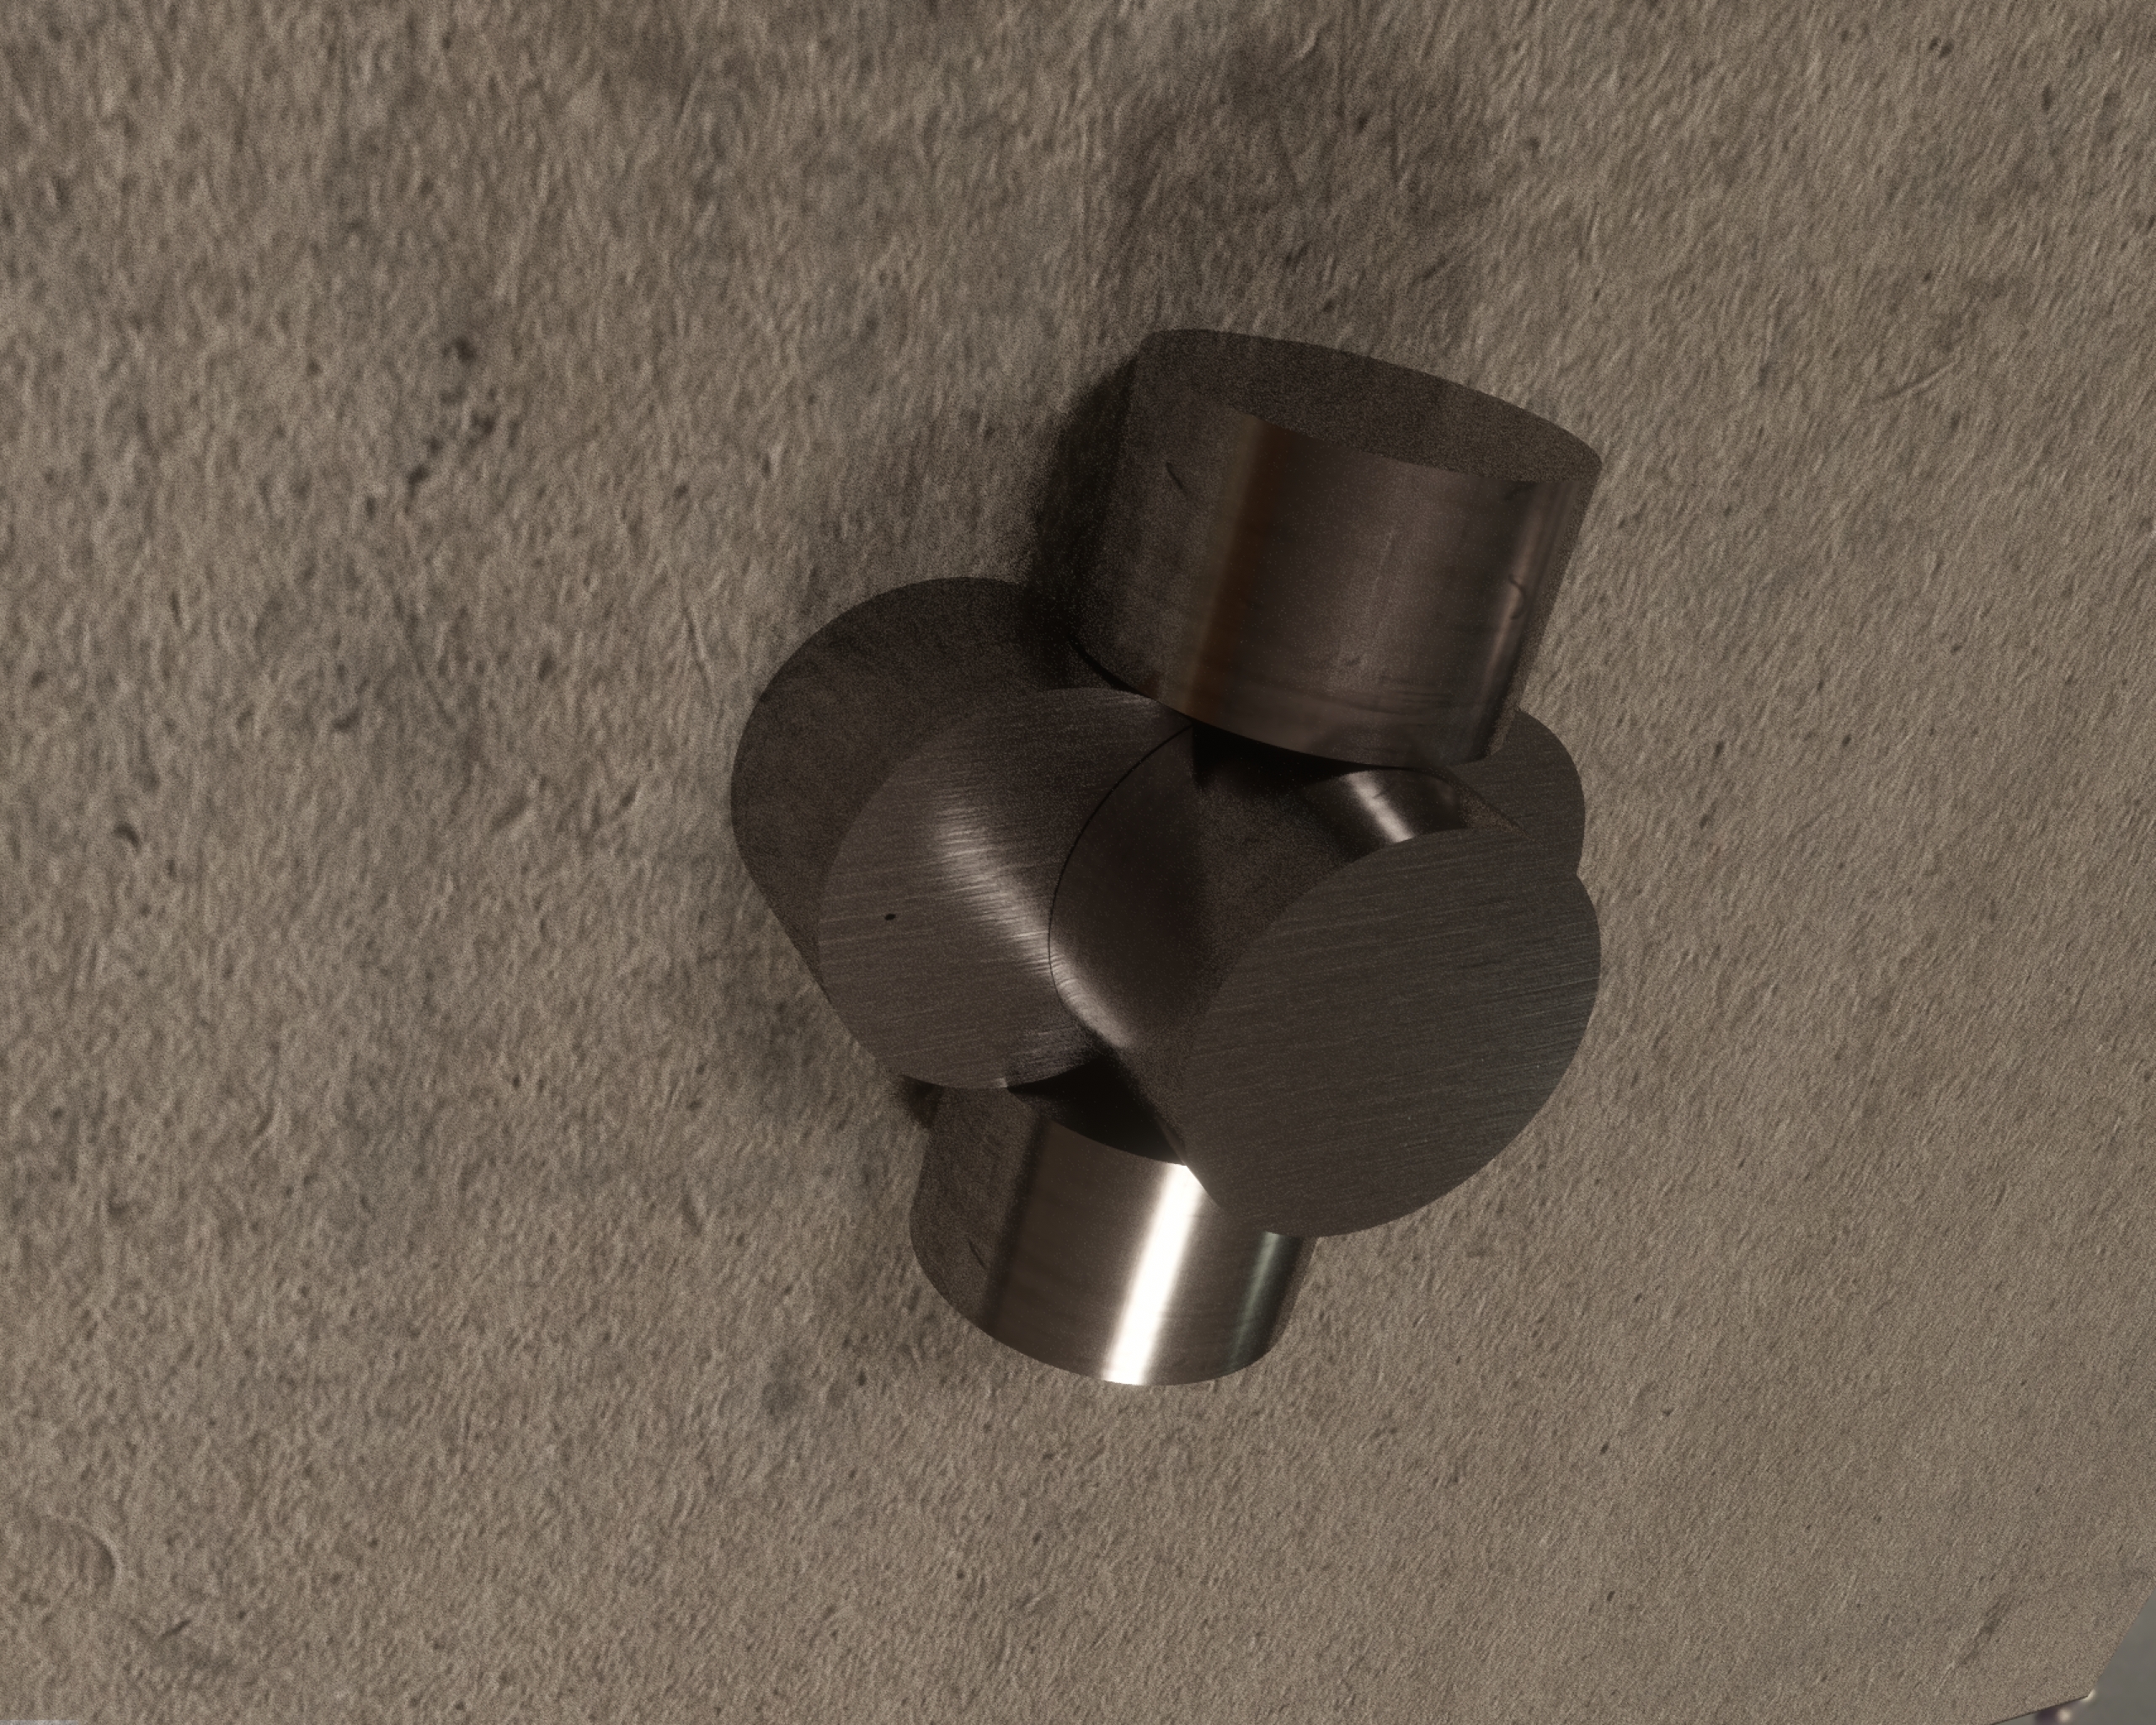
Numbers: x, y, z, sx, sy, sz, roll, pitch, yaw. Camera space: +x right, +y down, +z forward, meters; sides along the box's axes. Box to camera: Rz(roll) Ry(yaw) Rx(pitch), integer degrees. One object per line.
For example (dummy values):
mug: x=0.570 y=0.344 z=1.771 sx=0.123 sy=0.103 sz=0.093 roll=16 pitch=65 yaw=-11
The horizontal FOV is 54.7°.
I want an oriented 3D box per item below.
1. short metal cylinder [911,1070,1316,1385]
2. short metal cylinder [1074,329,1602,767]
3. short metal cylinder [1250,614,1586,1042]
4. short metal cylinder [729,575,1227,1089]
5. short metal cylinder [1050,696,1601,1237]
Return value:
short metal cylinder: x=0.011 y=0.058 z=0.417 sx=0.081 sy=0.080 sz=0.050 roll=0 pitch=118 yaw=-29
short metal cylinder: x=0.044 y=-0.057 z=0.364 sx=0.081 sy=0.080 sz=0.050 roll=0 pitch=119 yaw=-29
short metal cylinder: x=0.053 y=-0.007 z=0.419 sx=0.081 sy=0.050 sz=0.079 roll=-14 pitch=125 yaw=-21
short metal cylinder: x=-0.017 y=-0.006 z=0.380 sx=0.081 sy=0.050 sz=0.079 roll=-14 pitch=125 yaw=-21
short metal cylinder: x=0.042 y=0.018 z=0.362 sx=0.081 sy=0.050 sz=0.079 roll=-14 pitch=125 yaw=-21
